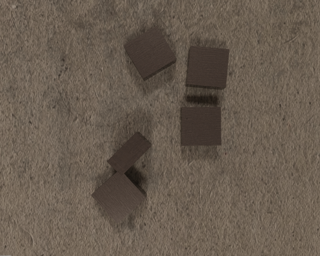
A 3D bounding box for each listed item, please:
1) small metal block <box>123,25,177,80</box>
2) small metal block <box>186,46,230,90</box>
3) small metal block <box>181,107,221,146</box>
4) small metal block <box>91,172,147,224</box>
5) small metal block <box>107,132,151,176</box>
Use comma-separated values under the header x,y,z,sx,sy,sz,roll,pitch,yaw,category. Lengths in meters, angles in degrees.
x,y,z,sx,sy,sz,roll,pitch,yaw,category
-0.013,-0.098,0.410,0.050,0.025,0.050,-31,90,-1,small metal block
0.062,-0.079,0.411,0.050,0.025,0.050,5,90,-1,small metal block
0.054,-0.002,0.411,0.050,0.025,0.050,-1,90,-1,small metal block
-0.053,0.088,0.409,0.050,0.025,0.050,-42,91,0,small metal block
-0.038,0.031,0.397,0.025,0.050,0.050,45,90,-1,small metal block
